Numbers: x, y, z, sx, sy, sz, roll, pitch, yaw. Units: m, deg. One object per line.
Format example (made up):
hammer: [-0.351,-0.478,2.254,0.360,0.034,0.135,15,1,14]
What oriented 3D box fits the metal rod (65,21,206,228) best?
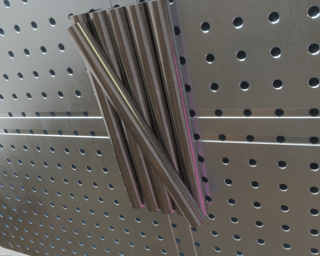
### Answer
metal rod: [-0.023,0.006,0.395,0.025,0.025,0.299,-21,107,36]

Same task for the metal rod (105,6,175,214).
metal rod: [-0.018,-0.006,0.417,0.025,0.025,0.298,1,119,28]

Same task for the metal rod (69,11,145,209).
metal rod: [-0.066,-0.008,0.441,0.025,0.025,0.298,1,119,28]

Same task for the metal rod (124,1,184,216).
metal rod: [0.005,-0.006,0.406,0.025,0.025,0.298,1,119,28]

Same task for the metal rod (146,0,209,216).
metal rod: [0.028,-0.006,0.394,0.025,0.025,0.298,1,119,28]

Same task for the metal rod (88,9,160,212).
metal rod: [-0.040,-0.006,0.428,0.025,0.025,0.298,1,119,28]
